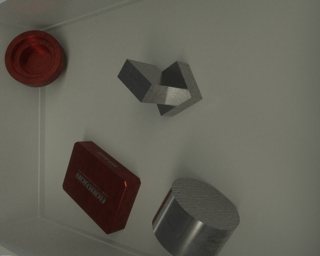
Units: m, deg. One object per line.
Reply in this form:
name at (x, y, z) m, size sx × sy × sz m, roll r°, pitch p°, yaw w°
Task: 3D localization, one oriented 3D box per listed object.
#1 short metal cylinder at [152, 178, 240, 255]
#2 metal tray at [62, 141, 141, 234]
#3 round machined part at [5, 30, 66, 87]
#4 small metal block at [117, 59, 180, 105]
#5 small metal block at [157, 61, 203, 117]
short metal cylinder at (0.038, 0.099, 0.338) m, size 0.080 × 0.081 × 0.050 m, roll 40°, pitch 114°, yaw 32°
metal tray at (-0.095, 0.088, 0.479) m, size 0.130 × 0.030 × 0.089 m, roll 31°, pitch 109°, yaw 35°
round machined part at (-0.217, -0.119, 0.550) m, size 0.099 × 0.042 × 0.097 m, roll 0°, pitch 81°, yaw 1°
small metal block at (-0.013, -0.054, 0.367) m, size 0.050 × 0.050 × 0.025 m, roll 48°, pitch 119°, yaw 29°
small metal block at (0.019, -0.048, 0.390) m, size 0.050 × 0.025 × 0.050 m, roll -31°, pitch 71°, yaw 35°
